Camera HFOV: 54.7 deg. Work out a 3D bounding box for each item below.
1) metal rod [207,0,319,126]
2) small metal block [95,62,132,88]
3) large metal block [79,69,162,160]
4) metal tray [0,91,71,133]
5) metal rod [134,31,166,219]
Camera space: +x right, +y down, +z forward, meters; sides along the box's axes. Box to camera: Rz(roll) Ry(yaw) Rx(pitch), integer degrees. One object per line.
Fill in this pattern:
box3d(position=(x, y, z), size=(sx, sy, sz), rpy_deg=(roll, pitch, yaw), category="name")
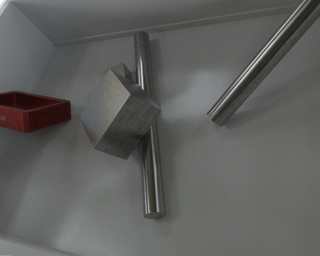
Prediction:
box3d(position=(0.152, -0.119, 0.320), size=(0.298, 0.025, 0.025), rpy_deg=(-52, 48, 23), category="metal rod")
box3d(position=(-0.071, -0.068, 0.483), size=(0.050, 0.025, 0.050), rpy_deg=(-23, 53, 14), category="small metal block")
box3d(position=(-0.055, -0.019, 0.405), size=(0.080, 0.050, 0.080), rpy_deg=(-54, 39, 13), category="large metal block")
box3d(position=(-0.219, -0.029, 0.486), size=(0.130, 0.091, 0.030), rpy_deg=(11, 110, 25), category="metal tray")
box3d(position=(-0.018, -0.026, 0.429), size=(0.025, 0.025, 0.299), rpy_deg=(-18, 55, 18), category="metal rod")
